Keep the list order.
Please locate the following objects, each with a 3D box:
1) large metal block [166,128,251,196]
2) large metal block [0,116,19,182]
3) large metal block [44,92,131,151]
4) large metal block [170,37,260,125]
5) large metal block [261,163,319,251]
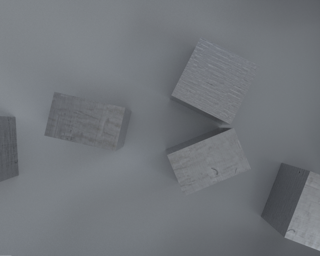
[{"bbox_3d":[0.055,0.038,0.385,0.080,0.080,0.050,-22,90,0],"label":"large metal block"},{"bbox_3d":[-0.235,0.027,0.396,0.081,0.050,0.079,-3,90,-1],"label":"large metal block"},{"bbox_3d":[-0.083,-0.007,0.383,0.080,0.080,0.050,13,90,-1],"label":"large metal block"},{"bbox_3d":[0.068,-0.058,0.400,0.080,0.050,0.080,27,90,-1],"label":"large metal block"},{"bbox_3d":[0.177,0.094,0.386,0.050,0.080,0.080,21,90,-1],"label":"large metal block"}]
